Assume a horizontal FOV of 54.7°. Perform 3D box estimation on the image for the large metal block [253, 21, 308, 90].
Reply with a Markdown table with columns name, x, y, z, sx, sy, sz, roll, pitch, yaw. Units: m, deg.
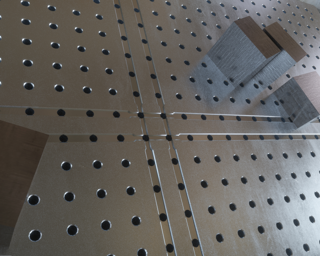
| name | x | y | z | sx | sy | sz | roll | pitch | yaw |
| --- | --- | --- | --- | --- | --- | --- | --- | --- | --- |
| large metal block | 0.201 | -0.131 | 0.564 | 0.050 | 0.080 | 0.080 | -34 | 81 | -38 |

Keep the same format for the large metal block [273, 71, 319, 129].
| name | x | y | z | sx | sy | sz | roll | pitch | yaw |
| --- | --- | --- | --- | --- | --- | --- | --- | --- | --- |
| large metal block | 0.273 | -0.054 | 0.576 | 0.081 | 0.050 | 0.080 | -17 | 71 | -35 |

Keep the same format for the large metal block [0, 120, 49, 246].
| name | x | y | z | sx | sy | sz | roll | pitch | yaw |
| --- | --- | --- | --- | --- | --- | --- | --- | --- | --- |
| large metal block | -0.140 | 0.049 | 0.268 | 0.050 | 0.080 | 0.080 | 20 | 54 | -17 |

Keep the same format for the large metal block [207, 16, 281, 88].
| name | x | y | z | sx | sy | sz | roll | pitch | yaw |
| --- | --- | --- | --- | --- | --- | --- | --- | --- | --- |
| large metal block | 0.141 | -0.129 | 0.530 | 0.050 | 0.080 | 0.080 | -31 | 79 | -38 |
